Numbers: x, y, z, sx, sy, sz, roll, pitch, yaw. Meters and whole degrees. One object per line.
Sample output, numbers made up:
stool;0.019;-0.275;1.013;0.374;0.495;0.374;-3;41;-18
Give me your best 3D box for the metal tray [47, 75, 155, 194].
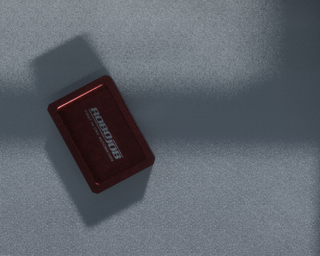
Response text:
metal tray;-0.075;0.008;0.407;0.090;0.030;0.130;-28;90;-1
